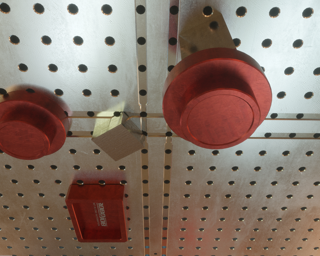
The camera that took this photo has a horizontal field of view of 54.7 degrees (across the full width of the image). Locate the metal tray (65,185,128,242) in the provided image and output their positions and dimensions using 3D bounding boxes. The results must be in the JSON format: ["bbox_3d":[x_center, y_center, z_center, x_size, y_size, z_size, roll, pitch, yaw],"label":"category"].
[{"bbox_3d":[-0.104,0.151,0.535,0.091,0.030,0.129,0,130,0],"label":"metal tray"}]

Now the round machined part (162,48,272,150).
[{"bbox_3d":[0.051,-0.019,0.280,0.099,0.042,0.097,0,130,0],"label":"round machined part"}]

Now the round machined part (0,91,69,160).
[{"bbox_3d":[-0.173,0.004,0.402,0.099,0.042,0.097,0,130,0],"label":"round machined part"}]

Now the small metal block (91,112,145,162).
[{"bbox_3d":[-0.056,0.013,0.422,0.050,0.025,0.050,-27,125,21],"label":"small metal block"}]

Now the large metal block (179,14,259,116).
[{"bbox_3d":[0.061,-0.059,0.326,0.050,0.080,0.080,-22,127,17],"label":"large metal block"}]
